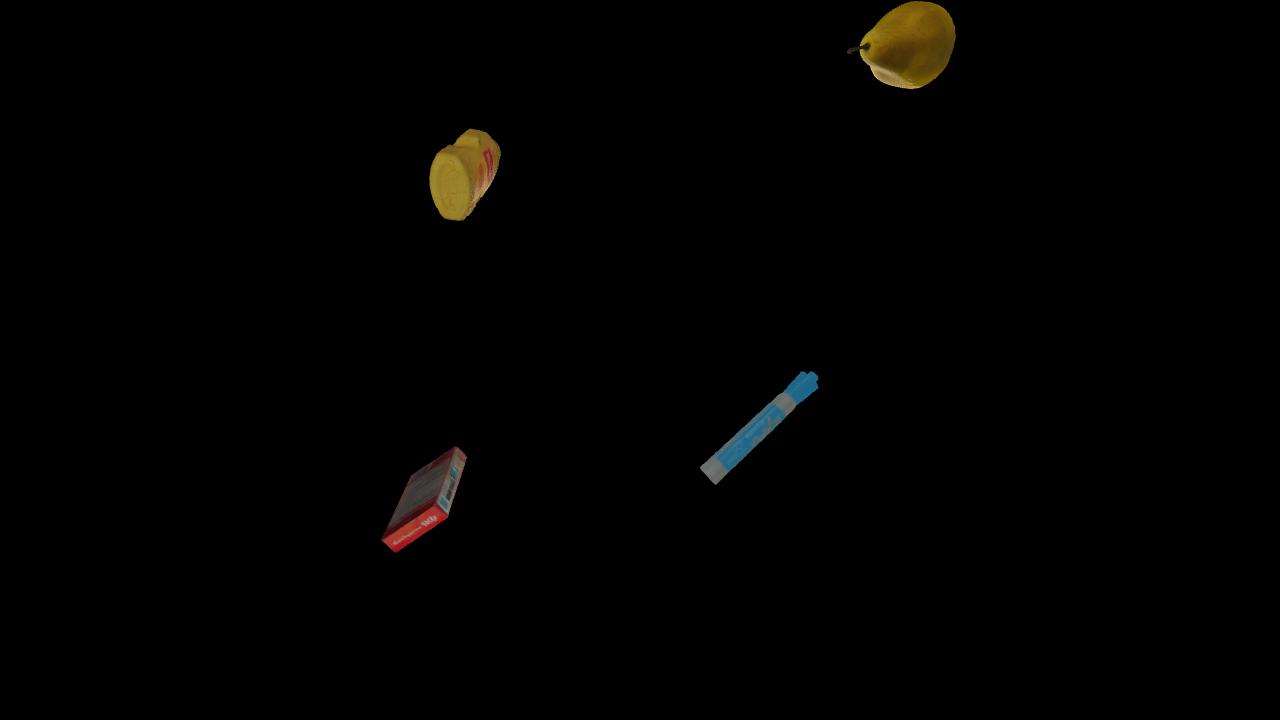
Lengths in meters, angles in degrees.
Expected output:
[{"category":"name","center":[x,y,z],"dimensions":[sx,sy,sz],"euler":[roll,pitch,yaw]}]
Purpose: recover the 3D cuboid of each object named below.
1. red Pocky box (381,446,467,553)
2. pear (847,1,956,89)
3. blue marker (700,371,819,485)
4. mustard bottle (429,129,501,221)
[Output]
[{"category":"red Pocky box","center":[-0.275,0.176,0.796],"dimensions":[0.083,0.028,0.155],"euler":[-33,20,5]},{"category":"pear","center":[0.238,-0.291,0.566],"dimensions":[0.111,0.080,0.080],"euler":[-22,15,-40]},{"category":"blue marker","center":[0.099,0.053,0.498],"dimensions":[0.121,0.020,0.020],"euler":[-43,4,-4]},{"category":"mustard bottle","center":[-0.232,-0.268,0.848],"dimensions":[0.054,0.092,0.184],"euler":[3,35,4]}]
